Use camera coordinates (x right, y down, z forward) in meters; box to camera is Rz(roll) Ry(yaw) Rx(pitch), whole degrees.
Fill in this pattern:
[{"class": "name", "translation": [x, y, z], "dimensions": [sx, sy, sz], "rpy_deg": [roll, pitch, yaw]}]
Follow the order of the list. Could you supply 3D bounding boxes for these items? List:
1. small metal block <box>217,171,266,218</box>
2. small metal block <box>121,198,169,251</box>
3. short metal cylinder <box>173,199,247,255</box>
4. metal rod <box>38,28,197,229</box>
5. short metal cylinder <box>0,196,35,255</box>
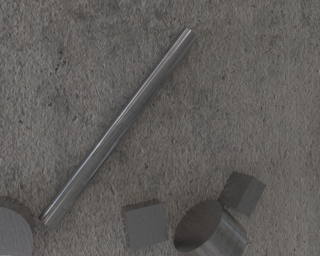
[{"class": "small metal block", "translation": [0.114, 0.092, 0.438], "dimensions": [0.025, 0.050, 0.050], "rpy_deg": [35, 79, -17]}, {"class": "small metal block", "translation": [-0.020, 0.124, 0.402], "dimensions": [0.050, 0.025, 0.050], "rpy_deg": [-9, 93, -20]}, {"class": "short metal cylinder", "translation": [0.064, 0.141, 0.404], "dimensions": [0.050, 0.080, 0.080], "rpy_deg": [46, 76, -15]}, {"class": "metal rod", "translation": [-0.046, -0.009, 0.392], "dimensions": [0.025, 0.025, 0.300], "rpy_deg": [39, 77, -16]}, {"class": "short metal cylinder", "translation": [-0.178, 0.118, 0.330], "dimensions": [0.081, 0.050, 0.080], "rpy_deg": [0, 90, -20]}]
